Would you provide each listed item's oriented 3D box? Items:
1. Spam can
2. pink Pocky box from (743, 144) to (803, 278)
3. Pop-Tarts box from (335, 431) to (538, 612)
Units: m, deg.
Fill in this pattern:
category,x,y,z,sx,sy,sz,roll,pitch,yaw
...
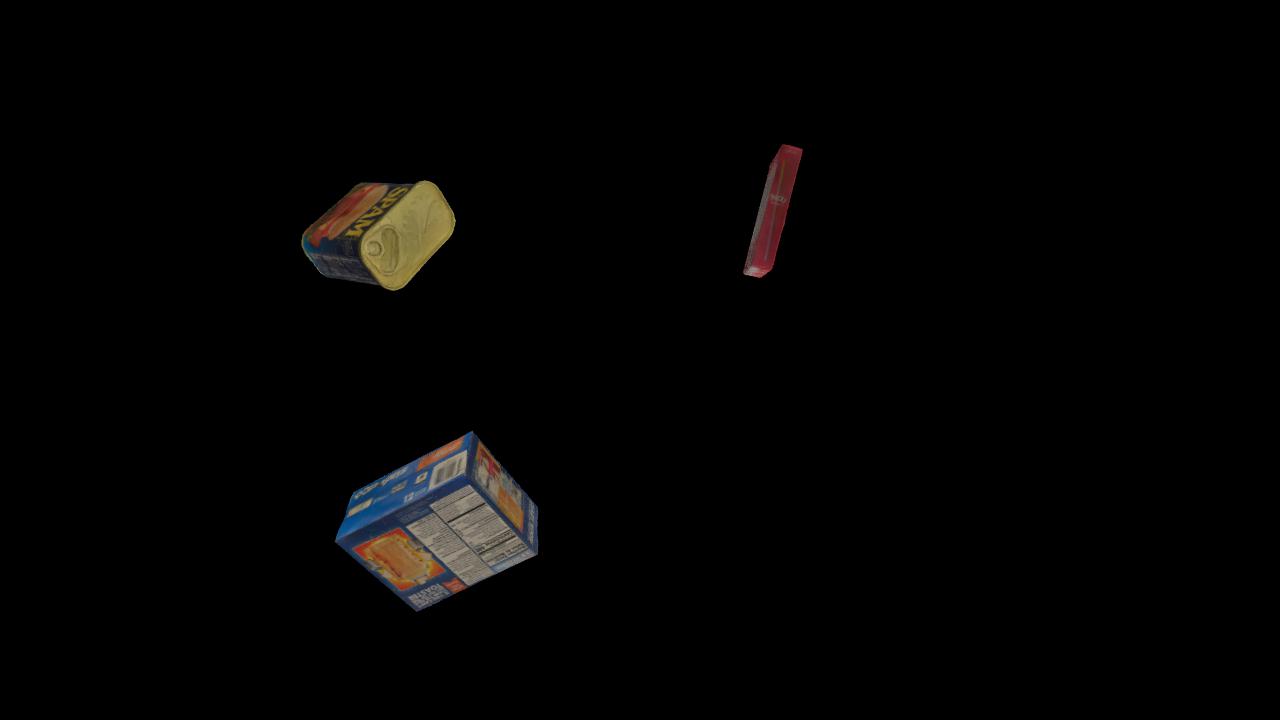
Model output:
category,x,y,z,sx,sy,sz,roll,pitch,yaw
Spam can,-0.231,-0.113,0.544,0.085,0.101,0.058,10,-37,29
pink Pocky box,0.168,-0.186,0.786,0.029,0.155,0.084,14,2,2
Pop-Tarts box,-0.223,0.185,0.701,0.167,0.141,0.083,-27,29,9
